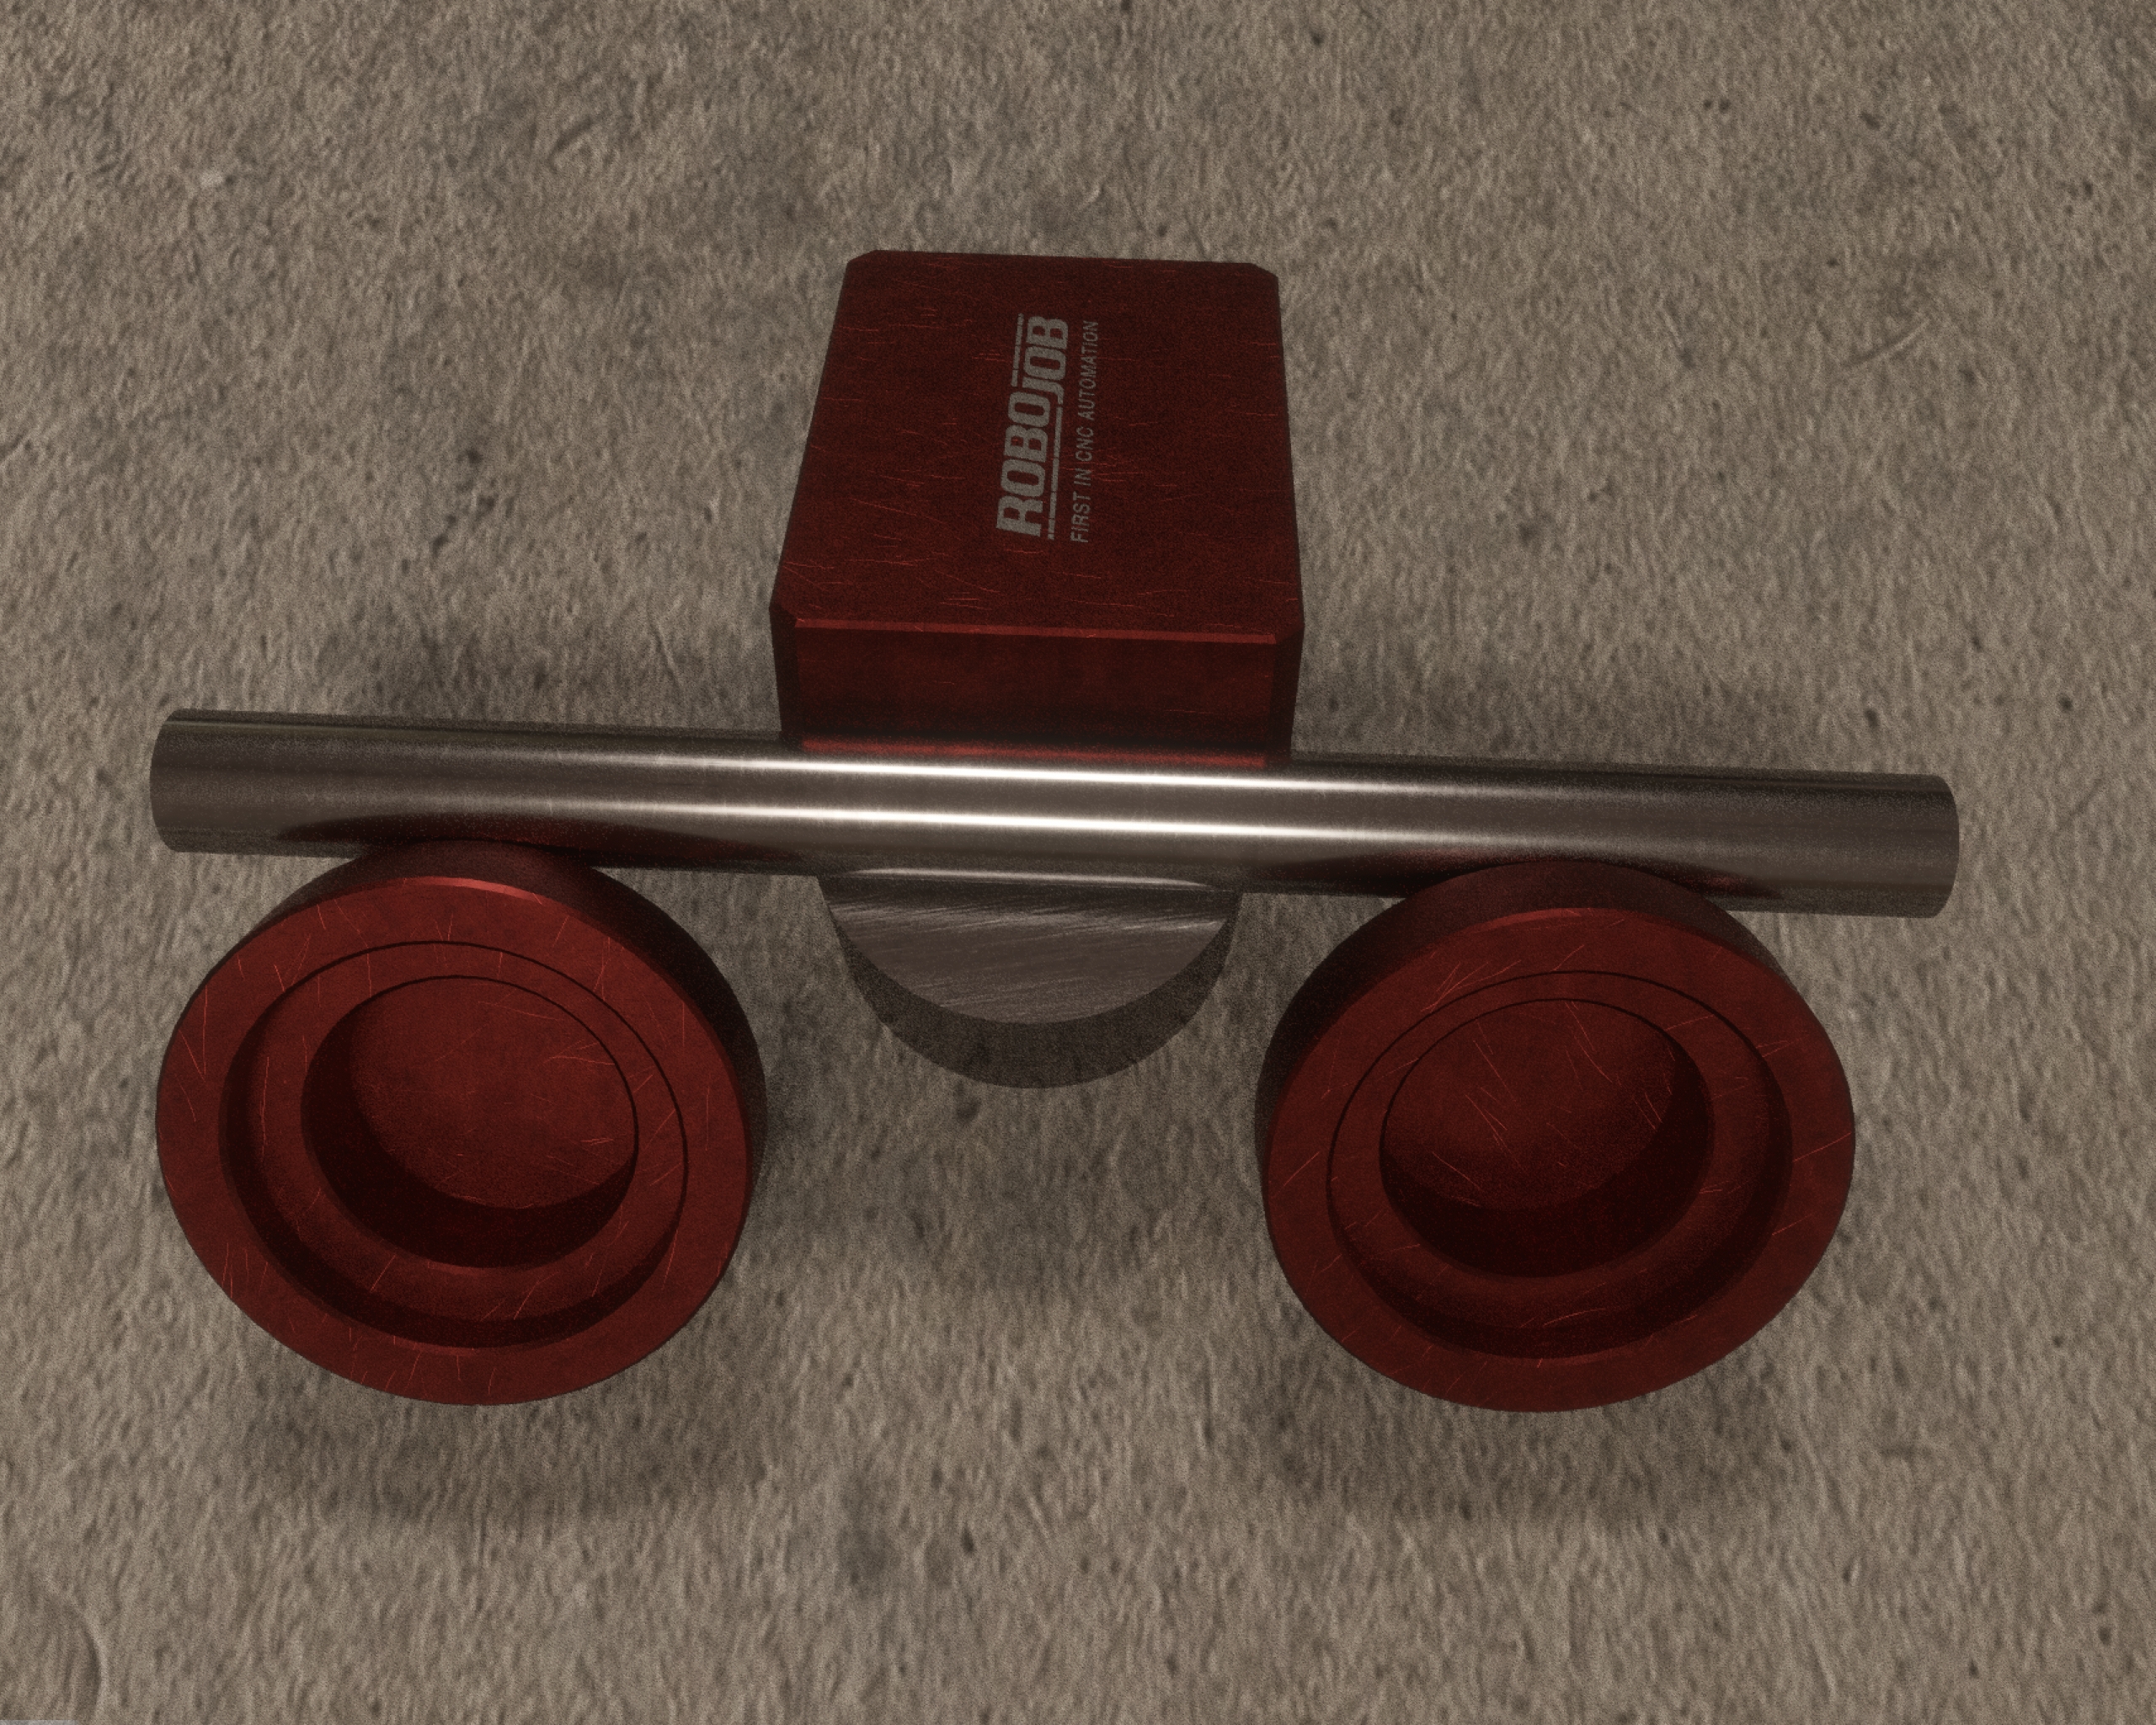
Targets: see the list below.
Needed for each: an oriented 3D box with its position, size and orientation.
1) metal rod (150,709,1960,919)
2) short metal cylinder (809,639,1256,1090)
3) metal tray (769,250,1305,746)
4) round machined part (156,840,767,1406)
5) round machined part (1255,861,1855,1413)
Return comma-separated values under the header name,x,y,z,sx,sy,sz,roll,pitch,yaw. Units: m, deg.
name,x,y,z,sx,sy,sz,roll,pitch,yaw
metal rod,-0.004,-0.008,0.360,0.302,0.025,0.025,2,70,0
short metal cylinder,-0.008,-0.001,0.397,0.081,0.050,0.080,0,70,0
metal tray,-0.005,-0.073,0.405,0.091,0.030,0.130,2,44,0
round machined part,-0.104,0.042,0.367,0.099,0.042,0.097,0,108,-1
round machined part,0.080,0.044,0.367,0.099,0.042,0.097,0,113,0
